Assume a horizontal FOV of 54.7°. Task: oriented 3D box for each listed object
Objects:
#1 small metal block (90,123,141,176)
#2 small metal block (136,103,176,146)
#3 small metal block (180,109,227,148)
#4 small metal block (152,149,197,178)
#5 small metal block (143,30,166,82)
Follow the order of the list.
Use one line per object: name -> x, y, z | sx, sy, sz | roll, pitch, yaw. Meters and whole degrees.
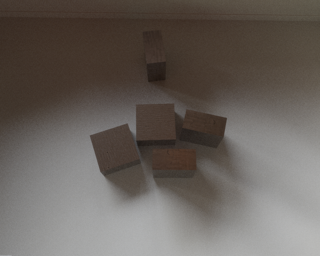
small metal block -> -0.057, 0.028, 0.399 | 0.050, 0.025, 0.050 | -18, 71, -7
small metal block -> -0.006, -0.004, 0.411 | 0.050, 0.025, 0.050 | -2, 70, -1
small metal block -> 0.054, 0.002, 0.396 | 0.050, 0.050, 0.025 | 12, 71, 4
small metal block -> 0.017, 0.044, 0.380 | 0.050, 0.050, 0.025 | 0, 70, 0
small metal block -> -0.008, -0.100, 0.433 | 0.025, 0.050, 0.050 | -7, 70, -3
